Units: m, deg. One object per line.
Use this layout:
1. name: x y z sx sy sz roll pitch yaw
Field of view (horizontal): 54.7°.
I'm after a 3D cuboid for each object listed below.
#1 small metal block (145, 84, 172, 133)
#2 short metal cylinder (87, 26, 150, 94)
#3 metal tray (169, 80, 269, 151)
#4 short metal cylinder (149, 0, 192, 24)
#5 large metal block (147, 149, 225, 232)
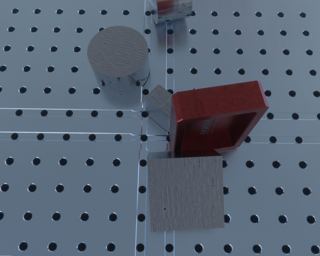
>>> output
1. small metal block: 0.008 -0.022 0.406 0.050 0.050 0.025 40 72 13
2. short metal cylinder: -0.056 -0.094 0.432 0.081 0.050 0.080 0 70 0
3. metal tray: 0.059 -0.004 0.357 0.091 0.130 0.030 -9 69 -3
4. short metal cylinder: 0.012 -0.199 0.455 0.050 0.080 0.080 -14 71 -5
5. large metal block: 0.028 0.069 0.358 0.081 0.050 0.079 -3 94 -1
